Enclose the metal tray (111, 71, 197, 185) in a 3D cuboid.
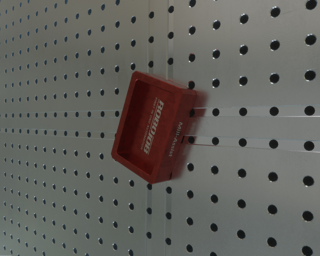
[{"bbox_3d":[-0.013,-0.002,0.417,0.090,0.030,0.129,27,107,36],"label":"metal tray"}]
